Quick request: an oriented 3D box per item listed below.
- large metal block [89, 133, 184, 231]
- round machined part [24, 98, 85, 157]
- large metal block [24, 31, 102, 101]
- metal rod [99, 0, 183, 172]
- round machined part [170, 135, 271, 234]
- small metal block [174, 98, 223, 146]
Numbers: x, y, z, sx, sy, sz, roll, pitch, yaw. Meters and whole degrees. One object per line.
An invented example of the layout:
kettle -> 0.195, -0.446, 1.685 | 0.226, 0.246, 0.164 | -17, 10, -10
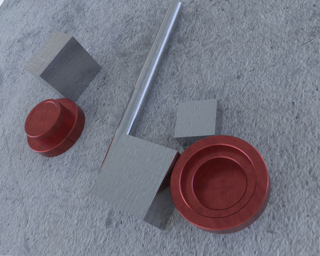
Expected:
large metal block -> -0.020, 0.061, 0.361 | 0.080, 0.050, 0.080 | 16, 70, 34
round machined part -> -0.171, -0.007, 0.487 | 0.098, 0.042, 0.098 | -13, 56, 21
large metal block -> -0.158, -0.099, 0.512 | 0.050, 0.080, 0.080 | 26, 76, 37
metal rod -> -0.020, -0.071, 0.457 | 0.025, 0.025, 0.300 | 6, 64, 31
round machined part -> 0.064, 0.060, 0.322 | 0.098, 0.042, 0.098 | -12, 57, 19
small metal block -> 0.048, -0.006, 0.383 | 0.050, 0.025, 0.050 | -5, 59, 25
